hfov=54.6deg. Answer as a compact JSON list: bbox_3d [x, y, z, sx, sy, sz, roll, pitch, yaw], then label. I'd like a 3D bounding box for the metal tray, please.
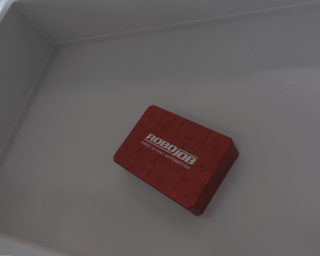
[{"bbox_3d":[0.016,0.033,0.375,0.130,0.030,0.090,26,76,37],"label":"metal tray"}]
